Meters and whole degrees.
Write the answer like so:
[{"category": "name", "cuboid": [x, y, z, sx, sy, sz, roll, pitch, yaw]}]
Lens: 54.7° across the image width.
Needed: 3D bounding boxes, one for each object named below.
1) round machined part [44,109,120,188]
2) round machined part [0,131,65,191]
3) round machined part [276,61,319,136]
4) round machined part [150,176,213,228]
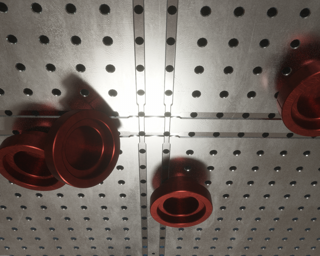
[{"category": "round machined part", "cuboid": [-0.102, 0.024, 0.395, 0.042, 0.098, 0.098, 5, 141, 42]}, {"category": "round machined part", "cuboid": [-0.170, 0.042, 0.430, 0.099, 0.042, 0.097, 3, 134, 3]}, {"category": "round machined part", "cuboid": [0.189, -0.039, 0.370, 0.099, 0.042, 0.097, -1, 130, 0]}, {"category": "round machined part", "cuboid": [0.033, 0.116, 0.500, 0.099, 0.042, 0.097, -1, 130, 0]}]
